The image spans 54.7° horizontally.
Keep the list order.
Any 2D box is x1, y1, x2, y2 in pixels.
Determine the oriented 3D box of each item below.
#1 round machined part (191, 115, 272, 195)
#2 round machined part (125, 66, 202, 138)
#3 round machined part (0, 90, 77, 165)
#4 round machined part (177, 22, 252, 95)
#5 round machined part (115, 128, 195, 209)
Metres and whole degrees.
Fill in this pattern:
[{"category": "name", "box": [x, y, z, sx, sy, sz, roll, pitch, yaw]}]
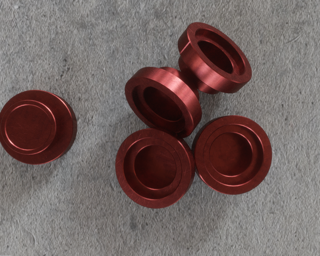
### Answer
[{"category": "round machined part", "box": [0.088, 0.033, 0.399, 0.099, 0.042, 0.097, 0, 89, -7]}, {"category": "round machined part", "box": [0.009, -0.036, 0.380, 0.098, 0.098, 0.042, 38, 62, 0]}, {"category": "round machined part", "box": [-0.162, -0.001, 0.400, 0.099, 0.042, 0.097, 0, 90, 0]}, {"category": "round machined part", "box": [0.062, -0.081, 0.384, 0.098, 0.098, 0.042, 43, 131, 0]}, {"category": "round machined part", "box": [-0.003, 0.048, 0.391, 0.098, 0.042, 0.097, 1, 94, 20]}]
